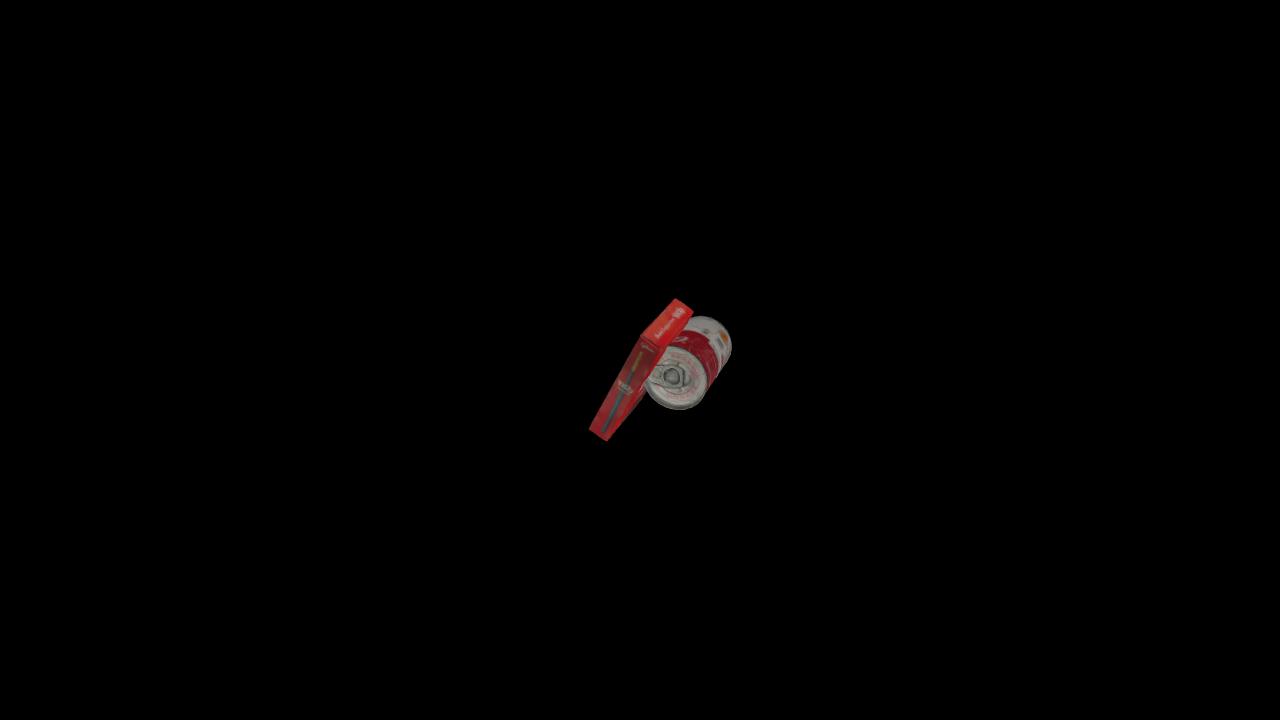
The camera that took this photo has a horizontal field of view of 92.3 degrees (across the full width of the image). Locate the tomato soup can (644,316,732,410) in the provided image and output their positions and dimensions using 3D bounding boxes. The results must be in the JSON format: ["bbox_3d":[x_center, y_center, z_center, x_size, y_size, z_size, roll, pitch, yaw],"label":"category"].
[{"bbox_3d":[0.052,0.000,0.633,0.068,0.068,0.101,0,22,24],"label":"tomato soup can"}]

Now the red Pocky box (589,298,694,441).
[{"bbox_3d":[0.000,0.013,0.643,0.028,0.155,0.083,36,42,7],"label":"red Pocky box"}]
